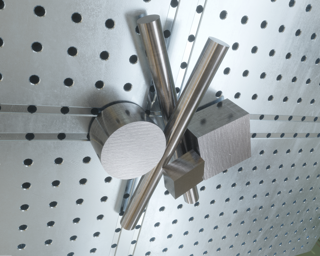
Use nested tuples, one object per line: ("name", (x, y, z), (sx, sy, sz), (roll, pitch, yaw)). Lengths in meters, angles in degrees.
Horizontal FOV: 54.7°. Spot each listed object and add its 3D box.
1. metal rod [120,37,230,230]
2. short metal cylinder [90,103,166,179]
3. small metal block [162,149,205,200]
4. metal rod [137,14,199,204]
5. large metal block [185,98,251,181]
("metal rod", (0.007, 0.026, 0.402), (0.025, 0.025, 0.298), (6, 123, -32))
("short metal cylinder", (-0.040, 0.016, 0.378), (0.081, 0.050, 0.079), (-14, 125, -21))
("small metal block", (0.033, 0.064, 0.423), (0.050, 0.025, 0.050), (-30, 144, -19))
("metal rod", (0.020, 0.000, 0.417), (0.025, 0.025, 0.298), (-25, 128, -13))
("large metal block", (0.081, 0.016, 0.444), (0.081, 0.050, 0.080), (-25, 128, -14))
